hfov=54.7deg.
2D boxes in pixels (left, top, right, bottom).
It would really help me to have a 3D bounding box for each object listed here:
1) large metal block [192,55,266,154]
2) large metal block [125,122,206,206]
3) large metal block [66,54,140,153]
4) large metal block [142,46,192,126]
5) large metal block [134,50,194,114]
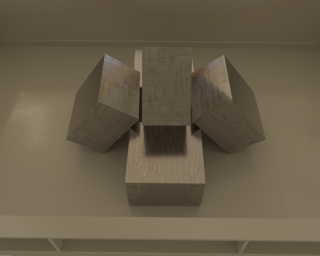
[{"bbox_3d":[0.082,-0.028,0.382,0.050,0.080,0.080,-26,43,29],"label":"large metal block"},{"bbox_3d":[0.006,0.040,0.353,0.080,0.050,0.080,1,50,0],"label":"large metal block"},{"bbox_3d":[-0.068,-0.028,0.381,0.050,0.080,0.080,24,44,-28],"label":"large metal block"},{"bbox_3d":[0.006,-0.047,0.355,0.050,0.079,0.080,0,6,-1],"label":"large metal block"},{"bbox_3d":[0.005,-0.067,0.440,0.081,0.050,0.080,-1,50,-1],"label":"large metal block"}]
